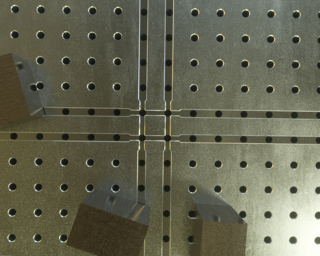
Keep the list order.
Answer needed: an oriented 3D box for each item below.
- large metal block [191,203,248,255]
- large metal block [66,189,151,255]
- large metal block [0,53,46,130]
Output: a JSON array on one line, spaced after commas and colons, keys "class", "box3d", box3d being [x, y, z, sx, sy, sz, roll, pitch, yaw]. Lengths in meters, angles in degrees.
[{"class": "large metal block", "box3d": [0.070, 0.145, 0.387, 0.050, 0.080, 0.079, 4, 90, 0]}, {"class": "large metal block", "box3d": [-0.059, 0.120, 0.385, 0.080, 0.080, 0.050, 19, 90, -1]}, {"class": "large metal block", "box3d": [-0.207, -0.042, 0.398, 0.080, 0.050, 0.080, -16, 90, -1]}]
